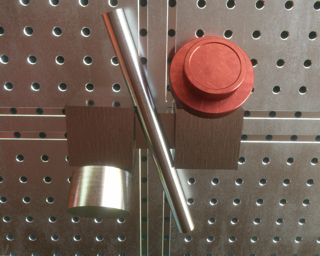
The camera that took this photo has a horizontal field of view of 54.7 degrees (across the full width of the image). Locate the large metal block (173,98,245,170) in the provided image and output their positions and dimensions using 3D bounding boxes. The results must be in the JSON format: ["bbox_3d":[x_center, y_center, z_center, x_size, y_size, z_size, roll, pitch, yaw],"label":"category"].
[{"bbox_3d":[0.059,0.007,0.404,0.081,0.050,0.079,1,110,-1],"label":"large metal block"}]

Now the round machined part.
[{"bbox_3d":[0.060,-0.063,0.355,0.099,0.042,0.098,0,75,-1],"label":"round machined part"}]

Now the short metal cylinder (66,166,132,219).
[{"bbox_3d":[-0.078,0.087,0.408,0.080,0.050,0.080,1,153,1],"label":"short metal cylinder"}]

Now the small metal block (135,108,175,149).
[{"bbox_3d":[-0.006,0.000,0.414,0.050,0.025,0.050,1,110,-1],"label":"small metal block"}]

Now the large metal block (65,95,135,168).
[{"bbox_3d":[-0.073,0.003,0.401,0.081,0.050,0.079,2,110,-1],"label":"large metal block"}]

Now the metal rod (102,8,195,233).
[{"bbox_3d":[-0.008,0.006,0.388,0.025,0.025,0.298,-16,110,6],"label":"metal rod"}]
